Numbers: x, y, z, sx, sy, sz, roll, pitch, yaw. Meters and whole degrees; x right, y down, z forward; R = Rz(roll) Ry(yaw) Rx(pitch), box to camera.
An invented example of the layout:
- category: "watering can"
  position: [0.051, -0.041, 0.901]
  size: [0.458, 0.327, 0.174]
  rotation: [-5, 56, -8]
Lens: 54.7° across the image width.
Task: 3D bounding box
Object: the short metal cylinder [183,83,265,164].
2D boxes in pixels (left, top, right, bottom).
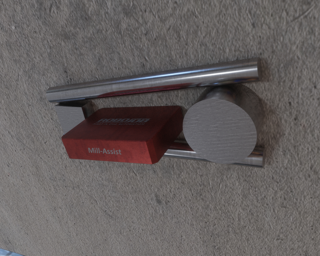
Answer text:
- category: "short metal cylinder"
  position: [0.072, -0.007, 0.349]
  size: [0.080, 0.050, 0.079]
  rotation: [13, 124, 21]

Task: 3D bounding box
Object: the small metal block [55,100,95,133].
- category: "small metal block"
  position: [-0.123, -0.015, 0.465]
  size: [0.050, 0.025, 0.050]
  rotation: [4, 121, 26]

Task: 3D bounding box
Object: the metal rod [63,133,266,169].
- category: "metal rod"
  position: [-0.012, 0.026, 0.431]
  size: [0.301, 0.025, 0.025]
  rotation: [4, 120, 26]

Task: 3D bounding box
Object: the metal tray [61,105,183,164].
- category: "metal tray"
  position: [-0.045, 0.005, 0.392]
  size: [0.130, 0.090, 0.030]
  rotation: [0, 118, 28]

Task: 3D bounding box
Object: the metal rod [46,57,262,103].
- category: "metal rod"
  position: [-0.029, -0.055, 0.390]
  size: [0.300, 0.025, 0.025]
  rotation: [-2, 117, 29]
